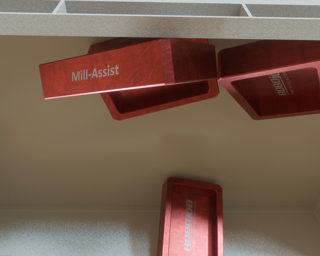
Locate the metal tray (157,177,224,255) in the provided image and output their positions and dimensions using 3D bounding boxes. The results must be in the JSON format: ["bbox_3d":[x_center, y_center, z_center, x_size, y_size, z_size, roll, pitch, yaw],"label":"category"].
[{"bbox_3d":[0.046,0.145,0.462,0.091,0.130,0.030,11,149,-10],"label":"metal tray"}]

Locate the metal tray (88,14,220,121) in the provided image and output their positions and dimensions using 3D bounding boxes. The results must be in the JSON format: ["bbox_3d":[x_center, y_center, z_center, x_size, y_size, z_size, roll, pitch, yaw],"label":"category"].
[{"bbox_3d":[-0.006,-0.064,0.351,0.131,0.030,0.090,-13,129,10],"label":"metal tray"}]

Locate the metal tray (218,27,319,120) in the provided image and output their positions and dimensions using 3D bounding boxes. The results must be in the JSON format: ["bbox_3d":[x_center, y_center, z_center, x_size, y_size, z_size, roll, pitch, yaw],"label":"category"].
[{"bbox_3d":[0.123,-0.045,0.315,0.090,0.030,0.130,-7,161,30],"label":"metal tray"}]

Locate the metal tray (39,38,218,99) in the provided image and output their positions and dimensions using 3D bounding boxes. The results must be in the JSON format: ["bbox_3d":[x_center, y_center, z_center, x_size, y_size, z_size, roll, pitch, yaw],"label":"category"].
[{"bbox_3d":[-0.027,-0.049,0.271,0.130,0.091,0.030,-2,99,31],"label":"metal tray"}]

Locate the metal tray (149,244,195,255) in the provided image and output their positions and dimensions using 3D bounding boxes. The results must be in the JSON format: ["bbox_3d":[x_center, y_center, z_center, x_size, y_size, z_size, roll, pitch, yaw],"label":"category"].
[{"bbox_3d":[0.026,0.292,0.658,0.091,0.030,0.129,-2,130,1],"label":"metal tray"}]
